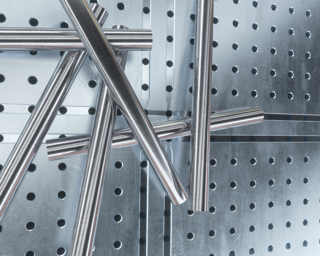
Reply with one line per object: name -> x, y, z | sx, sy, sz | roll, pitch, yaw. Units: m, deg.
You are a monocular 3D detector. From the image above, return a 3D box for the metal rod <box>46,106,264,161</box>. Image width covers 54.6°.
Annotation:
metal rod -> 0.008, 0.003, 0.415 | 0.302, 0.025, 0.025 | -10, 94, -20

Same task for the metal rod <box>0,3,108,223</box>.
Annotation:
metal rod -> -0.137, -0.012, 0.361 | 0.025, 0.025, 0.299 | 28, 81, -18

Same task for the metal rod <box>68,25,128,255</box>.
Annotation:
metal rod -> -0.069, 0.019, 0.358 | 0.025, 0.025, 0.299 | 13, 75, -20

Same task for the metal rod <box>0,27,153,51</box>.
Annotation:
metal rod -> -0.158, -0.096, 0.335 | 0.302, 0.025, 0.025 | -4, 91, -13

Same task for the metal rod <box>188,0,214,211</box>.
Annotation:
metal rod -> 0.055, -0.045, 0.410 | 0.025, 0.025, 0.299 | 7, 80, -20

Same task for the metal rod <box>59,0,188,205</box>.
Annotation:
metal rod -> -0.037, -0.029, 0.360 | 0.025, 0.025, 0.299 | -34, 113, -17
